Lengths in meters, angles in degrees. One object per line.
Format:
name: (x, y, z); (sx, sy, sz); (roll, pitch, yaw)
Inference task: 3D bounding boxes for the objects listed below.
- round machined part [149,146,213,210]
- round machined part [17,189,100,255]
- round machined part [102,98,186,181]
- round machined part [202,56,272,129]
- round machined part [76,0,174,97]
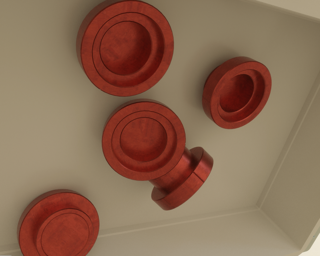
round machined part: (0.022, 0.060, 0.422); (0.098, 0.098, 0.042); (-45, 99, 3)
round machined part: (-0.122, 0.129, 0.386); (0.099, 0.042, 0.097); (-1, 92, -31)
round machined part: (-0.021, 0.012, 0.381); (0.099, 0.042, 0.097); (-2, 105, -9)
round machined part: (0.099, -0.051, 0.423); (0.099, 0.042, 0.097); (-14, 125, -21)
round machined part: (-0.039, -0.086, 0.325); (0.099, 0.042, 0.097); (-14, 125, -21)
